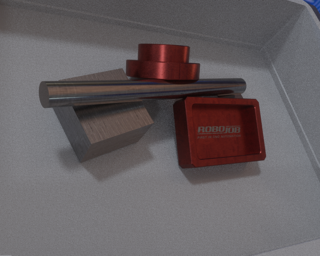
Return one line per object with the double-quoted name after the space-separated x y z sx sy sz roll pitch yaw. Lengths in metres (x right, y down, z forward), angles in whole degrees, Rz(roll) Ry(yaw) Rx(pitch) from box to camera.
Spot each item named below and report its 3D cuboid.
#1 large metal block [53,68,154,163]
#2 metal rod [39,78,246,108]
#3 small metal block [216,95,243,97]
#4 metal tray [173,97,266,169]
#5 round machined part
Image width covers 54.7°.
-0.068 -0.017 0.361 0.081 0.050 0.080 -20 72 -36 "large metal block"
0.008 -0.048 0.381 0.302 0.025 0.025 -8 66 -40 "metal rod"
0.101 -0.048 0.489 0.050 0.025 0.050 -12 68 -34 "small metal block"
0.085 0.005 0.427 0.131 0.030 0.089 -1 82 -30 "metal tray"
0.005 -0.089 0.413 0.099 0.098 0.042 -5 105 -31 "round machined part"
